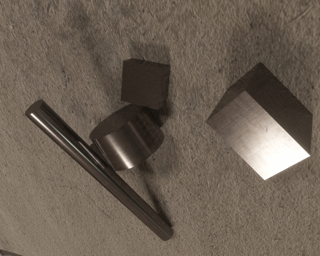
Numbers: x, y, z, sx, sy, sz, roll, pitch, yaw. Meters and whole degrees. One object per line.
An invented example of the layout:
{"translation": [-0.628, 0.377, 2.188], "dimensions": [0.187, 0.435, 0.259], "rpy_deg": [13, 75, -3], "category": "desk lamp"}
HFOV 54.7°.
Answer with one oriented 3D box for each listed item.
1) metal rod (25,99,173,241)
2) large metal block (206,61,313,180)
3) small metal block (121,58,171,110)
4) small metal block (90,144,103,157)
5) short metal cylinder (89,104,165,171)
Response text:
{"translation": [-0.063, 0.076, 0.424], "dimensions": [0.025, 0.025, 0.300], "rpy_deg": [-11, 132, 32], "category": "metal rod"}
{"translation": [0.103, -0.010, 0.311], "dimensions": [0.080, 0.080, 0.050], "rpy_deg": [45, 129, -3], "category": "large metal block"}
{"translation": [-0.018, -0.054, 0.376], "dimensions": [0.050, 0.025, 0.050], "rpy_deg": [15, 114, 19], "category": "small metal block"}
{"translation": [-0.077, 0.037, 0.452], "dimensions": [0.050, 0.050, 0.025], "rpy_deg": [5, 121, 25], "category": "small metal block"}
{"translation": [-0.042, 0.009, 0.395], "dimensions": [0.080, 0.080, 0.050], "rpy_deg": [-18, 114, 34], "category": "short metal cylinder"}
